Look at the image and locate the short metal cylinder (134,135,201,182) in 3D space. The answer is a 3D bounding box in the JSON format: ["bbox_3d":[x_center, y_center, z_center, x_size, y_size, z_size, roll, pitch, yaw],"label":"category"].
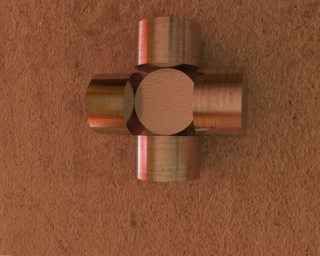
[{"bbox_3d":[0.009,0.034,0.377,0.080,0.080,0.050,1,90,19],"label":"short metal cylinder"}]

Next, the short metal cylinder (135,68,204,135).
[{"bbox_3d":[0.015,-0.031,0.391,0.080,0.050,0.079,0,90,19],"label":"short metal cylinder"}]

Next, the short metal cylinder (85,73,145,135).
[{"bbox_3d":[-0.052,-0.031,0.399,0.050,0.080,0.079,2,91,20],"label":"short metal cylinder"}]

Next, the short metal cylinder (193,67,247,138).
[{"bbox_3d":[0.072,-0.029,0.355,0.050,0.080,0.079,2,91,20],"label":"short metal cylinder"}]

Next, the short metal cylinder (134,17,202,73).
[{"bbox_3d":[0.010,-0.097,0.376,0.080,0.080,0.050,2,91,19],"label":"short metal cylinder"}]
